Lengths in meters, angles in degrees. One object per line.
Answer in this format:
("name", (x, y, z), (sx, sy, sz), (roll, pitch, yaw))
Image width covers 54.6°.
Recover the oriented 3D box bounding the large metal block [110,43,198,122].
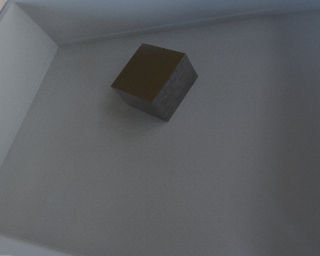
("large metal block", (-0.007, -0.065, 0.435), (0.080, 0.050, 0.080), (25, 75, 36))
